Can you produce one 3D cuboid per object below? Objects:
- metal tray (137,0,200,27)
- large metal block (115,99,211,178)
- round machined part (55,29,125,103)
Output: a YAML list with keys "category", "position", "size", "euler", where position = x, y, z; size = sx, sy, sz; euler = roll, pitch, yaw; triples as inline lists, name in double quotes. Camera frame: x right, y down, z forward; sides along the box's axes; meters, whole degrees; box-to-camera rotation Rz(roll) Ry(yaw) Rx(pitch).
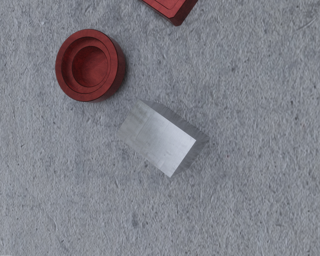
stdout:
- category: "metal tray"
  position: [0.001, -0.209, 0.417]
  size: [0.130, 0.030, 0.090]
  euler: [41, 100, 20]
- category: "large metal block"
  position: [0.007, 0.010, 0.377]
  size: [0.080, 0.080, 0.050]
  euler: [36, 102, 16]
- category: "round machined part"
  position: [-0.092, -0.084, 0.433]
  size: [0.098, 0.042, 0.097]
  euler: [0, 90, 20]
